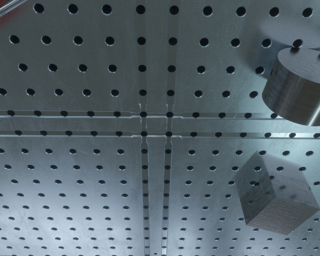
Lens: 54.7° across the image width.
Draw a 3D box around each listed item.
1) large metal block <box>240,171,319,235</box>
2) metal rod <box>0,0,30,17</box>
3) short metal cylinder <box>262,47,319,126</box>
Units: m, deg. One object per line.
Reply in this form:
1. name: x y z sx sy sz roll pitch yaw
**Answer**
1. large metal block: 0.191 0.124 0.502 0.081 0.050 0.079 18 128 -15
2. metal rod: -0.218 -0.101 0.323 0.300 0.025 0.025 -21 127 17
3. short metal cylinder: 0.159 -0.047 0.337 0.081 0.080 0.050 5 130 -5
